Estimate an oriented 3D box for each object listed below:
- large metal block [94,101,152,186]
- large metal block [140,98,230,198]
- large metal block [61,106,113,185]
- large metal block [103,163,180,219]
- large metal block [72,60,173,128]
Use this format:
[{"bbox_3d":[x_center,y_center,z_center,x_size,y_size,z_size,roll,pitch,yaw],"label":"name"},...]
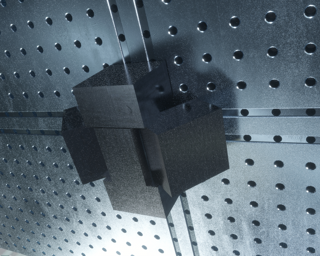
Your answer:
[{"bbox_3d":[-0.030,0.016,0.399,0.050,0.080,0.079,1,119,27],"label":"large metal block"},{"bbox_3d":[0.029,0.020,0.361,0.050,0.081,0.079,33,141,57],"label":"large metal block"},{"bbox_3d":[-0.096,0.017,0.426,0.050,0.080,0.080,-17,116,-8],"label":"large metal block"},{"bbox_3d":[-0.017,0.072,0.426,0.080,0.080,0.050,1,119,27],"label":"large metal block"},{"bbox_3d":[-0.041,-0.041,0.369,0.080,0.080,0.050,1,119,27],"label":"large metal block"}]
